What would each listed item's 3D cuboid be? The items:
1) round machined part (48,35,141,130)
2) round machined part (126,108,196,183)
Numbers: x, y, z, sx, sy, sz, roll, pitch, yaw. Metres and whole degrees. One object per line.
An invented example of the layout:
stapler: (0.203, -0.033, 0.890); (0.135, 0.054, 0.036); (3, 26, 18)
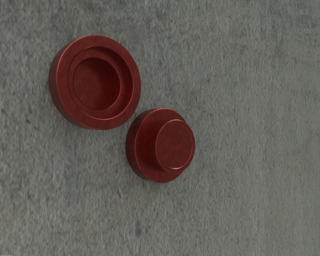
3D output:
round machined part: (-0.072, -0.047, 0.335); (0.099, 0.042, 0.097); (0, 90, -40)
round machined part: (0.008, 0.023, 0.402); (0.099, 0.042, 0.097); (0, 90, -40)
